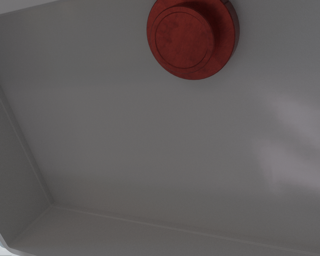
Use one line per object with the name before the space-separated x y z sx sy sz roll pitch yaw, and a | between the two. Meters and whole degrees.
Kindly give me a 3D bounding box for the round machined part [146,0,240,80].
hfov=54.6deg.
round machined part | 0.029 -0.096 0.323 0.098 0.042 0.097 13 124 21
